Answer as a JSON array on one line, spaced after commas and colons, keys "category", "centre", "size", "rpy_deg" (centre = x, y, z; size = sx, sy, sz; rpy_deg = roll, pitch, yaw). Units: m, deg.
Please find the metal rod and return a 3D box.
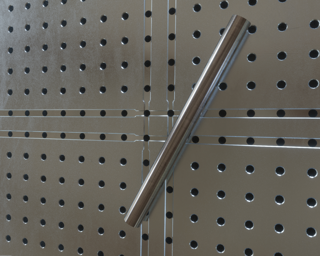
[{"category": "metal rod", "centre": [0.031, -0.002, 0.402], "size": [0.025, 0.025, 0.299], "rpy_deg": [31, 100, 17]}]
